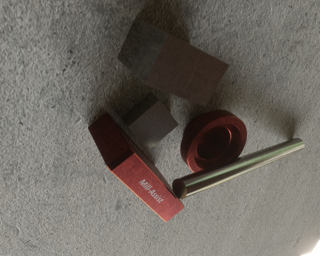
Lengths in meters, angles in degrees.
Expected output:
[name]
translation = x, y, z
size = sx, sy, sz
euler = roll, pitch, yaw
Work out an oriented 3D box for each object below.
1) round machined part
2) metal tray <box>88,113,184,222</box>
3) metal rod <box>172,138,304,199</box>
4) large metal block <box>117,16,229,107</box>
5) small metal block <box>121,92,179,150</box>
[round machined part]
translation = 0.072, 0.017, 0.446
size = 0.099, 0.042, 0.097
euler = -14, 124, -21
[metal tray]
translation = -0.028, 0.049, 0.380
size = 0.030, 0.090, 0.130
euler = -39, 129, -2
[metal rod]
translation = 0.137, 0.051, 0.466
size = 0.302, 0.025, 0.025
euler = -11, 124, -40
[large metal block]
translation = 0.012, -0.072, 0.333
size = 0.081, 0.080, 0.050
euler = 16, 110, -35
[small metal block]
translation = -0.012, -0.009, 0.395
size = 0.050, 0.025, 0.050
euler = -41, 130, 0
